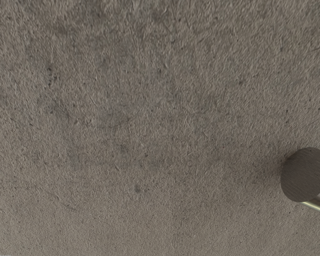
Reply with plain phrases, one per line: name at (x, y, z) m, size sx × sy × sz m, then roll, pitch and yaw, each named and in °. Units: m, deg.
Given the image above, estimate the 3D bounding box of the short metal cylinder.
short metal cylinder at (0.220, 0.073, 0.436) m, size 0.050 × 0.080 × 0.080 m, roll 25°, pitch 126°, yaw -20°
